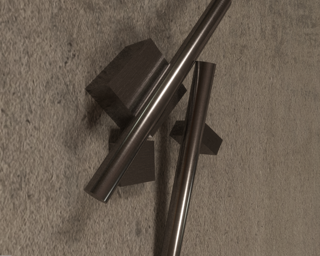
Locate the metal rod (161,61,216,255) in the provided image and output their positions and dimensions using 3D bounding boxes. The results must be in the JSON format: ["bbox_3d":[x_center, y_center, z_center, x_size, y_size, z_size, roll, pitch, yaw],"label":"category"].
[{"bbox_3d":[0.031,0.067,0.392,0.025,0.025,0.298,3,101,-40],"label":"metal rod"}]

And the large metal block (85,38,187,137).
[{"bbox_3d":[-0.026,-0.046,0.369,0.080,0.050,0.080,51,60,-28],"label":"large metal block"}]

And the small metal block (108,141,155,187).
[{"bbox_3d":[-0.034,0.041,0.378,0.050,0.025,0.050,-3,92,-40],"label":"small metal block"}]

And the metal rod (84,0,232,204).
[{"bbox_3d":[0.011,-0.053,0.350,0.025,0.025,0.300,47,62,-30],"label":"metal rod"}]

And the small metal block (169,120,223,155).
[{"bbox_3d":[0.050,0.013,0.433,0.050,0.050,0.025,40,65,-33],"label":"small metal block"}]
